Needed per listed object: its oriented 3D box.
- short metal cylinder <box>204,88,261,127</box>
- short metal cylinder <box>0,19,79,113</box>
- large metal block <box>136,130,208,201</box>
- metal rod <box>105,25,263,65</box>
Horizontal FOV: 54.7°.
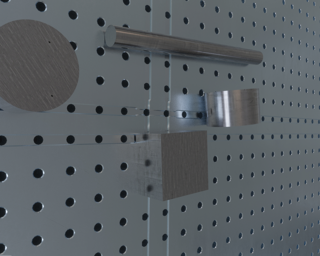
[{"bbox_3d":[0.108,-0.031,0.465,0.081,0.080,0.050,-9,96,-40],"label":"short metal cylinder"},{"bbox_3d":[-0.124,-0.054,0.289,0.081,0.050,0.079,0,90,-40],"label":"short metal cylinder"},{"bbox_3d":[0.017,0.045,0.408,0.081,0.050,0.079,-3,92,-40],"label":"large metal block"},{"bbox_3d":[0.058,-0.116,0.457,0.302,0.025,0.025,-5,93,-40],"label":"metal rod"}]
